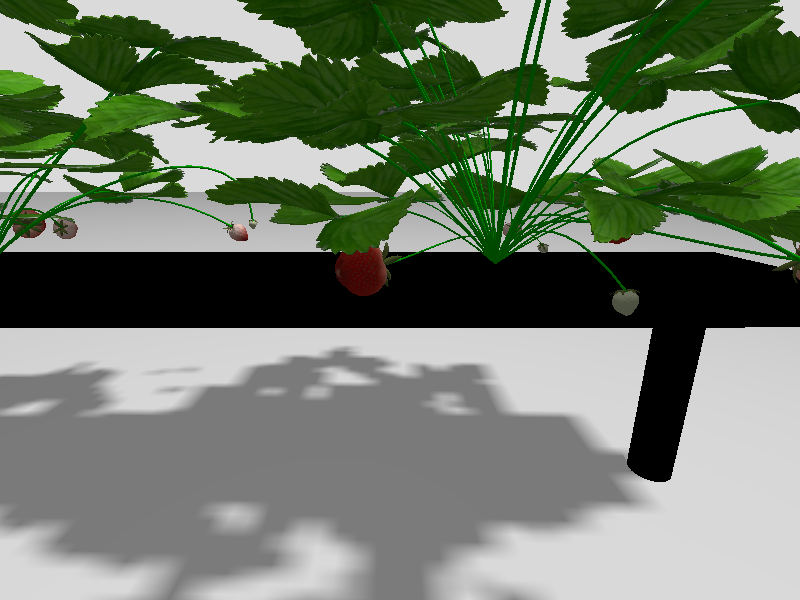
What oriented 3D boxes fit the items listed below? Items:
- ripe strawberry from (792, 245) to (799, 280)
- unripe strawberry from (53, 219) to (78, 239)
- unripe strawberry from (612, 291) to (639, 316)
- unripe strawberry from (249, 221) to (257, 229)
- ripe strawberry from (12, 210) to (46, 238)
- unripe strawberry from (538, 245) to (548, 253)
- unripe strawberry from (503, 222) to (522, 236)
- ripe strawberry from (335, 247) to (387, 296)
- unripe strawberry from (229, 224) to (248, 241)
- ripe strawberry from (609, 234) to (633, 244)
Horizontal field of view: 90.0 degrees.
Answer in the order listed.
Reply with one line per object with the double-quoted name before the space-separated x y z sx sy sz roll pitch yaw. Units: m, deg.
"ripe strawberry" 0.292 -0.025 0.268 0.037 0.037 0.041 7 18 21
"unripe strawberry" -0.423 -0.090 0.508 0.024 0.026 0.027 -6 3 -19
"unripe strawberry" 0.126 0.002 0.223 0.013 0.014 0.013 -5 -1 -16
"unripe strawberry" -0.198 -0.101 0.540 0.010 0.011 0.011 14 21 38
"ripe strawberry" -0.472 -0.098 0.510 0.032 0.037 0.035 -10 19 -31
"unripe strawberry" 0.149 -0.053 0.417 0.011 0.010 0.010 16 55 42
"unripe strawberry" 0.143 -0.089 0.508 0.024 0.021 0.024 6 -8 19
"ripe strawberry" -0.026 -0.020 0.253 0.033 0.035 0.031 -16 23 -41
"unripe strawberry" -0.193 -0.080 0.481 0.023 0.020 0.023 20 -17 49
"ripe strawberry" 0.262 -0.092 0.479 0.049 0.047 0.045 -12 20 -36
